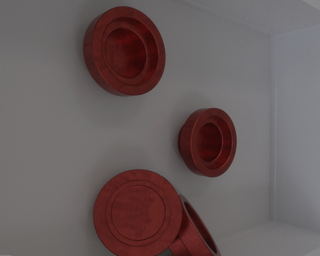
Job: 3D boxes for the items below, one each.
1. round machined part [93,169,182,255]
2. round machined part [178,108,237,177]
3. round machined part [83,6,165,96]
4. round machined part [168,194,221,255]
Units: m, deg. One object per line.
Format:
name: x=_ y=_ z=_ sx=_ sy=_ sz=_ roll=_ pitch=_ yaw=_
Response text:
round machined part: x=-0.024 y=0.094 z=0.342 sx=0.099 sy=0.042 sz=0.098 roll=1 pitch=72 yaw=-4
round machined part: x=0.065 y=0.020 z=0.449 sx=0.099 sy=0.042 sz=0.097 roll=0 pitch=90 yaw=-40
round machined part: x=-0.044 y=-0.085 z=0.358 sx=0.099 sy=0.042 sz=0.097 roll=0 pitch=90 yaw=-40
round machined part: x=0.035 y=0.139 z=0.401 sx=0.042 sy=0.098 sz=0.098 roll=-34 pitch=117 yaw=4
